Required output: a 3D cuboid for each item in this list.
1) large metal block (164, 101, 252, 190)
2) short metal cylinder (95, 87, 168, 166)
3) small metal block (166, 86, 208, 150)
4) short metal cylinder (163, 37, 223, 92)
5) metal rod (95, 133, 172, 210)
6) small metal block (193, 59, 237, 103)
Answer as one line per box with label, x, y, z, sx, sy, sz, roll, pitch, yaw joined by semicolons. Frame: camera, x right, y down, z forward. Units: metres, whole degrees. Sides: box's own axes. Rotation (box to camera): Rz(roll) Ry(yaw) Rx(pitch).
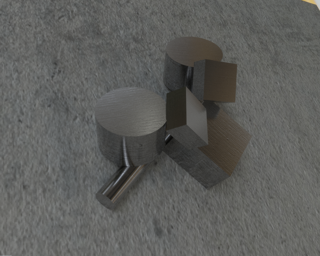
large metal block;0.063;0.020;0.411;0.080;0.050;0.080;41;51;0
short metal cylinder;-0.032;-0.003;0.357;0.081;0.050;0.080;3;45;-3
small metal block;0.031;-0.010;0.350;0.050;0.025;0.050;40;42;-45
short metal cylinder;0.047;-0.091;0.453;0.081;0.050;0.080;3;45;-3
metal rod;0.019;-0.010;0.423;0.025;0.025;0.301;42;51;0
small metal block;0.071;-0.059;0.401;0.050;0.025;0.050;2;91;-28
